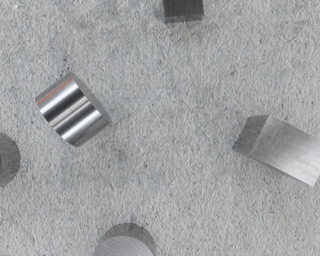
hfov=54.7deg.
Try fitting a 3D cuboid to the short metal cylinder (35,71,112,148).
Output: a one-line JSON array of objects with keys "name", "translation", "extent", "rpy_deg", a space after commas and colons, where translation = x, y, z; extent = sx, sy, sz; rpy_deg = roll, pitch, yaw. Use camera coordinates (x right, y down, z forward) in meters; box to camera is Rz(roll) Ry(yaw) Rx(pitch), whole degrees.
[{"name": "short metal cylinder", "translation": [-0.104, -0.023, 0.382], "extent": [0.050, 0.080, 0.080], "rpy_deg": [-38, 90, 0]}]

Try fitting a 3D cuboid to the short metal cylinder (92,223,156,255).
[{"name": "short metal cylinder", "translation": [-0.045, 0.169, 0.397], "extent": [0.081, 0.050, 0.079], "rpy_deg": [0, 90, 0]}]

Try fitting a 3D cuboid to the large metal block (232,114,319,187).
[{"name": "large metal block", "translation": [0.146, 0.025, 0.384], "extent": [0.080, 0.080, 0.050], "rpy_deg": [27, 90, 0]}]

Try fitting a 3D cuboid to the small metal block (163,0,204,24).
[{"name": "small metal block", "translation": [0.029, -0.169, 0.410], "extent": [0.050, 0.025, 0.050], "rpy_deg": [-6, 90, 0]}]

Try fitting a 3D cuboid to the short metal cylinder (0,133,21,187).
[{"name": "short metal cylinder", "translation": [-0.230, 0.043, 0.396], "extent": [0.081, 0.050, 0.079], "rpy_deg": [0, 90, 0]}]
